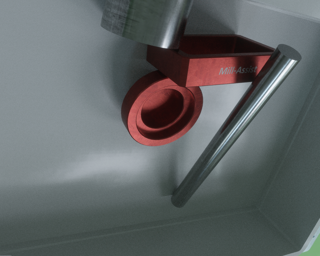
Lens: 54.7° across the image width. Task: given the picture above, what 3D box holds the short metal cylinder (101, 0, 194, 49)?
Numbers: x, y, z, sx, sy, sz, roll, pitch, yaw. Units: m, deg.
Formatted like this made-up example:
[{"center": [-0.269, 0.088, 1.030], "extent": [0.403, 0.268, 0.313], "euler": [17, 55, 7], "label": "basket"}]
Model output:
[{"center": [-0.012, -0.113, 0.298], "extent": [0.081, 0.080, 0.050], "euler": [3, 117, -30], "label": "short metal cylinder"}]

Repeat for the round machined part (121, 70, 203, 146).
[{"center": [-0.001, -0.028, 0.376], "extent": [0.099, 0.042, 0.097], "euler": [-16, 133, -19], "label": "round machined part"}]

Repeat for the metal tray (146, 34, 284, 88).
[{"center": [0.061, -0.081, 0.351], "extent": [0.131, 0.090, 0.030], "euler": [-8, 122, -25], "label": "metal tray"}]

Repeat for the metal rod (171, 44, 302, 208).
[{"center": [0.076, 0.023, 0.397], "extent": [0.025, 0.025, 0.298], "euler": [-4, 142, -27], "label": "metal rod"}]
